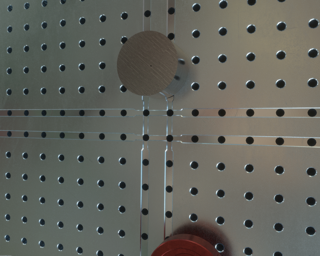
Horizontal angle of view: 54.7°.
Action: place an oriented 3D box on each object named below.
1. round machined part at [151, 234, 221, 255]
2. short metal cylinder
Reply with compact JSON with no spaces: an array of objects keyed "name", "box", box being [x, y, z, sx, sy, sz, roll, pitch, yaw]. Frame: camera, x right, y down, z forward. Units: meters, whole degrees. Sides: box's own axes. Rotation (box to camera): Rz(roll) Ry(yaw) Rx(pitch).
[{"name":"round machined part","box":[0.036,0.182,0.391,0.098,0.042,0.097,0,90,20]},{"name":"short metal cylinder","box":[-0.008,-0.079,0.402,0.080,0.050,0.079,0,90,20]}]
